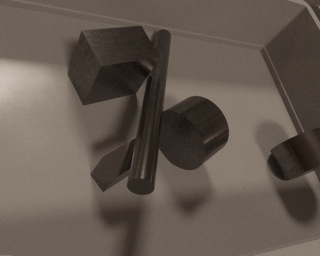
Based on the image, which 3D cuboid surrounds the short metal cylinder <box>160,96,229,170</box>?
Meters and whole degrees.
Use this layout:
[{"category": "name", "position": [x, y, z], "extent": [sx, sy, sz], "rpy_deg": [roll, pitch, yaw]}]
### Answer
[{"category": "short metal cylinder", "position": [0.038, 0.006, 0.389], "extent": [0.050, 0.080, 0.080], "rpy_deg": [-32, 80, -38]}]

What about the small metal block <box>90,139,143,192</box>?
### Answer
[{"category": "small metal block", "position": [-0.043, 0.040, 0.343], "extent": [0.050, 0.050, 0.025], "rpy_deg": [-30, 79, -38]}]

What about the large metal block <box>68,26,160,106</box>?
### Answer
[{"category": "large metal block", "position": [-0.060, -0.078, 0.387], "extent": [0.081, 0.080, 0.050], "rpy_deg": [-18, 72, -35]}]

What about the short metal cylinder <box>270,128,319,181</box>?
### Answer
[{"category": "short metal cylinder", "position": [0.215, 0.041, 0.464], "extent": [0.081, 0.080, 0.050], "rpy_deg": [-9, 66, -32]}]

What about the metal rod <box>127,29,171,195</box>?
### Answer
[{"category": "metal rod", "position": [-0.006, -0.047, 0.391], "extent": [0.025, 0.025, 0.300], "rpy_deg": [23, 40, -15]}]
